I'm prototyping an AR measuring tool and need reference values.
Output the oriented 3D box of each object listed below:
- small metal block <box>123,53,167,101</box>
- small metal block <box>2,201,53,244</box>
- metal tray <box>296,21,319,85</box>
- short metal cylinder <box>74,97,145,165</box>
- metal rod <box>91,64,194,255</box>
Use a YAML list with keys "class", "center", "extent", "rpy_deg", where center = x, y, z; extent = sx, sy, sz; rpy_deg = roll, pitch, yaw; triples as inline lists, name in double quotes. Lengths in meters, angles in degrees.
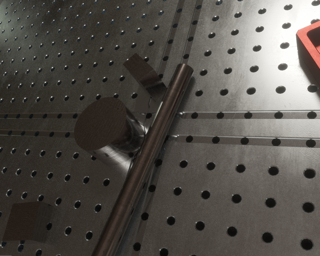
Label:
- class: "small metal block"
  center: [-0.021, -0.073, 0.447]
  extent: [0.025, 0.050, 0.050]
  rpy_deg: [-42, 51, 0]
- class: "small metal block"
  center: [-0.179, 0.129, 0.421]
  extent: [0.050, 0.025, 0.050]
  rpy_deg: [-10, 57, 22]
- class: "metal tray"
  center: [0.233, -0.097, 0.342]
  extent: [0.130, 0.030, 0.090]
  rpy_deg: [-22, 54, 14]
- class: "short metal cylinder"
  center: [-0.068, 0.005, 0.424]
  extent: [0.080, 0.050, 0.080]
  rpy_deg: [-13, 56, 20]
- class: "metal rod"
  center: [-0.021, 0.046, 0.389]
  extent: [0.025, 0.025, 0.300]
  rpy_deg: [11, 67, 32]
